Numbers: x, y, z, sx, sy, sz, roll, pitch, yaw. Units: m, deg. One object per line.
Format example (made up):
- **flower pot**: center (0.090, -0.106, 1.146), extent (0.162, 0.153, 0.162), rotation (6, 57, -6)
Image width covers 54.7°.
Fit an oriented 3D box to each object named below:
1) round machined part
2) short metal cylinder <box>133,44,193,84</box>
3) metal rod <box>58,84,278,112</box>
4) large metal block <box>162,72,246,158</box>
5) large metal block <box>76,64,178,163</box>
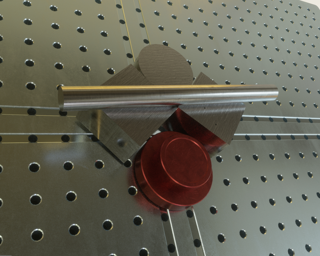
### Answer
- **round machined part**: center (0.023, 0.046, 0.376), extent (0.099, 0.042, 0.098), rotation (14, 56, -21)
- **short metal cylinder**: center (-0.001, -0.068, 0.428), extent (0.081, 0.050, 0.080), rotation (14, 56, -21)
- **metal rod**: center (0.033, -0.040, 0.379), extent (0.303, 0.025, 0.025), rotation (-5, 64, -30)
- **large metal block**: center (0.062, -0.017, 0.428), extent (0.080, 0.050, 0.080), rotation (36, 52, -4)
- **large metal block**: center (-0.040, -0.019, 0.377), extent (0.080, 0.050, 0.080), rotation (44, 51, 0)
